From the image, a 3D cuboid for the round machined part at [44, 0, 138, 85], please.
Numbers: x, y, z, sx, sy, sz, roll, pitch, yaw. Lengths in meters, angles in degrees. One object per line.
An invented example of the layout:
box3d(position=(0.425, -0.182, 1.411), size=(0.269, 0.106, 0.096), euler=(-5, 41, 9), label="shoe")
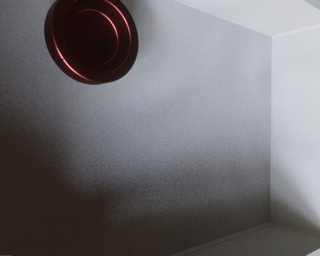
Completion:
box3d(position=(-0.075, -0.095, 0.332), size=(0.099, 0.042, 0.097), euler=(0, 90, -40), label="round machined part")
